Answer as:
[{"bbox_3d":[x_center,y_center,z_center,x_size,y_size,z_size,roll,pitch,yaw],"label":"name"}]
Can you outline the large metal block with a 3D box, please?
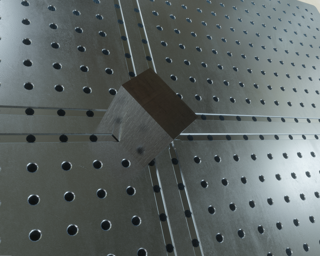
[{"bbox_3d":[-0.015,-0.011,0.372,0.080,0.080,0.050,47,51,4],"label":"large metal block"}]
